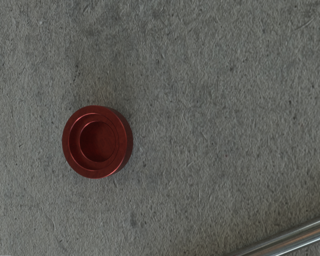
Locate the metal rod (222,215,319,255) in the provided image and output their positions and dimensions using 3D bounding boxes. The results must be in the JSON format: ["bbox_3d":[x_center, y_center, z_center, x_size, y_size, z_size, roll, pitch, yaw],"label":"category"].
[{"bbox_3d":[0.099,0.159,0.373,0.300,0.025,0.025,-30,80,17],"label":"metal rod"}]

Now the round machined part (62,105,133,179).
[{"bbox_3d":[-0.081,0.018,0.427,0.098,0.042,0.097,0,90,19],"label":"round machined part"}]
